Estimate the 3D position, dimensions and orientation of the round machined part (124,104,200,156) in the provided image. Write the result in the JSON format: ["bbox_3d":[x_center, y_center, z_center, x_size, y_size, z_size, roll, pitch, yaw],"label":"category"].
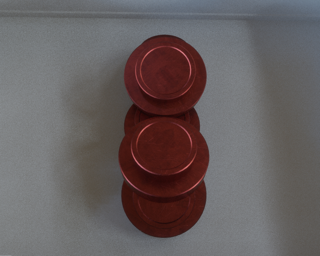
[{"bbox_3d":[0.003,-0.004,0.401,0.099,0.042,0.098,0,69,0],"label":"round machined part"}]

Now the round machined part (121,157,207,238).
[{"bbox_3d":[0.004,0.077,0.356,0.099,0.042,0.097,0,85,0],"label":"round machined part"}]

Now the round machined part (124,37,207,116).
[{"bbox_3d":[0.006,-0.062,0.367,0.099,0.042,0.097,0,82,0],"label":"round machined part"}]

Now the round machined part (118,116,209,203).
[{"bbox_3d":[0.004,0.027,0.335,0.099,0.042,0.098,0,59,0],"label":"round machined part"}]

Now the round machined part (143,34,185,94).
[{"bbox_3d":[0.006,-0.089,0.420,0.099,0.042,0.098,0,54,0],"label":"round machined part"}]
